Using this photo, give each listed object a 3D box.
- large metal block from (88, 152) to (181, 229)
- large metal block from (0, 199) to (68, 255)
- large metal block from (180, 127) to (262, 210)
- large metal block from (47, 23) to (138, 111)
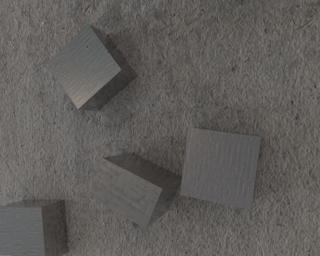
[{"bbox_3d":[-0.028,0.073,0.389,0.080,0.080,0.050,24,98,18],"label":"large metal block"},{"bbox_3d":[-0.189,0.152,0.462,0.080,0.050,0.080,-5,88,20],"label":"large metal block"},{"bbox_3d":[0.074,0.044,0.369,0.080,0.050,0.079,8,93,19],"label":"large metal block"},{"bbox_3d":[-0.092,-0.080,0.428,0.080,0.050,0.080,-39,78,16],"label":"large metal block"}]
